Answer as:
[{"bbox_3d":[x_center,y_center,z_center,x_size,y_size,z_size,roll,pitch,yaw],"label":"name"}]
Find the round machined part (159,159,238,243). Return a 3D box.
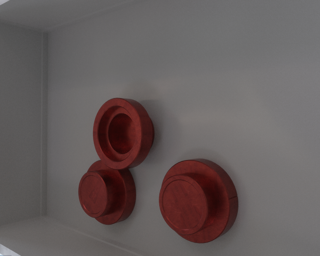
[{"bbox_3d":[0.038,0.086,0.365,0.098,0.042,0.097,0,90,40],"label":"round machined part"}]

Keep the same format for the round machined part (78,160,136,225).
[{"bbox_3d":[-0.086,0.097,0.467,0.098,0.042,0.097,0,90,40],"label":"round machined part"}]

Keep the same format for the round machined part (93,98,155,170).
[{"bbox_3d":[-0.047,0.008,0.434,0.098,0.042,0.097,0,90,40],"label":"round machined part"}]
